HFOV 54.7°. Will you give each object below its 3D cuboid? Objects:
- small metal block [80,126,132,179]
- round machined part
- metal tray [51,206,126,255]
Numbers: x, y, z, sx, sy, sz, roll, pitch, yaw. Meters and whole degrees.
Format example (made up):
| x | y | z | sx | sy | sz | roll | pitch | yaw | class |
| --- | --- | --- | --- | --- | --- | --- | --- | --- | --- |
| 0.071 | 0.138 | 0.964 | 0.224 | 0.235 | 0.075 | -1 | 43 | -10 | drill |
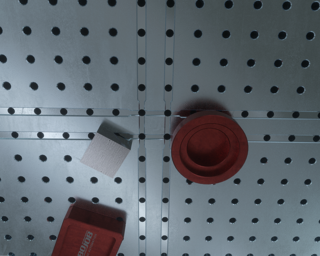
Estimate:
| x | y | z | sx | sy | sz | roll | pitch | yaw | class |
| --- | --- | --- | --- | --- | --- | --- | --- | --- | --- |
| -0.074 | 0.033 | 0.425 | 0.050 | 0.025 | 0.050 | 29 | 107 | -11 | small metal block |
| 0.063 | 0.023 | 0.414 | 0.099 | 0.042 | 0.097 | 0 | 110 | -1 | round machined part |
| -0.117 | 0.193 | 0.480 | 0.091 | 0.030 | 0.129 | 20 | 109 | -8 | metal tray |
